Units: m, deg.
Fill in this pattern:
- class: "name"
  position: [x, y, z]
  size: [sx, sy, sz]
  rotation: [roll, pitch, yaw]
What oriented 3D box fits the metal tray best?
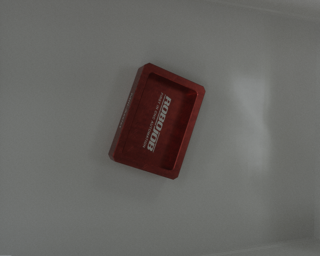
- class: "metal tray"
  position: [-0.003, -0.008, 0.406]
  size: [0.090, 0.030, 0.130]
  rotation: [21, 83, -19]
